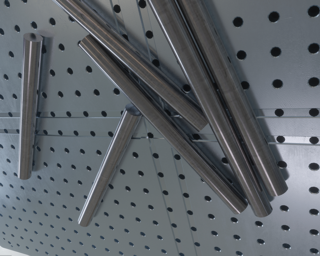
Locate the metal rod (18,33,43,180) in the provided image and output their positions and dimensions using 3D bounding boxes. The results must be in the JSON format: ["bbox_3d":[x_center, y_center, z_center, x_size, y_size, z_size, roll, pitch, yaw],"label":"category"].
[{"bbox_3d":[-0.220,-0.016,0.518,0.025,0.025,0.298,30,128,9],"label":"metal rod"}]

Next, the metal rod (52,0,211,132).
[{"bbox_3d":[-0.056,-0.105,0.376,0.300,0.025,0.025,42,129,-1],"label":"metal rod"}]

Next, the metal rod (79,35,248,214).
[{"bbox_3d":[0.008,-0.002,0.406,0.300,0.025,0.025,47,129,-5],"label":"metal rod"}]

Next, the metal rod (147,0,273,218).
[{"bbox_3d":[0.066,-0.015,0.358,0.025,0.025,0.299,-16,113,34],"label":"metal rod"}]

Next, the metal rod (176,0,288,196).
[{"bbox_3d":[0.075,-0.050,0.341,0.025,0.025,0.299,-18,109,35],"label":"metal rod"}]

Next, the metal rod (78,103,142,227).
[{"bbox_3d":[-0.090,0.078,0.507,0.025,0.025,0.298,34,129,6],"label":"metal rod"}]
